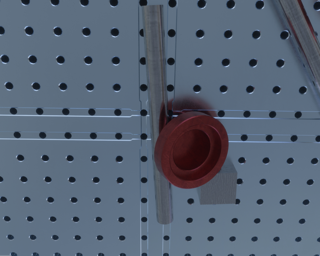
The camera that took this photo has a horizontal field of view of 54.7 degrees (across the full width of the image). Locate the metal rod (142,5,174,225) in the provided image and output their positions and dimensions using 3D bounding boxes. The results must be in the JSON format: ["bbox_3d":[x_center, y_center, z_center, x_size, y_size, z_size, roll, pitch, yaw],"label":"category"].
[{"bbox_3d":[-0.001,-0.003,0.412,0.025,0.025,0.298,-3,110,1],"label":"metal rod"}]

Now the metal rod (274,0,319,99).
[{"bbox_3d":[0.159,-0.132,0.365,0.025,0.025,0.299,-31,108,10],"label":"metal rod"}]

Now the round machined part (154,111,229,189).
[{"bbox_3d":[0.037,0.025,0.401,0.099,0.042,0.097,-9,111,-25],"label":"round machined part"}]

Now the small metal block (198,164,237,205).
[{"bbox_3d":[0.082,0.081,0.444,0.050,0.025,0.050,-2,110,0],"label":"small metal block"}]
